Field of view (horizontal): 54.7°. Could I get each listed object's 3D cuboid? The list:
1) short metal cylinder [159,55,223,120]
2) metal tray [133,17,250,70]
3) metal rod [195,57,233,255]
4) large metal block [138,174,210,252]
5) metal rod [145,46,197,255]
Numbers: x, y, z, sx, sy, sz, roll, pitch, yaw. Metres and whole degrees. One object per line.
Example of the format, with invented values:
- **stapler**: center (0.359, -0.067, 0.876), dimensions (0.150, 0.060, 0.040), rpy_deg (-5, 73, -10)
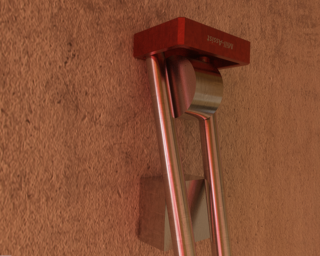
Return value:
- **short metal cylinder**: center (0.034, -0.050, 0.402), dimensions (0.050, 0.080, 0.079), rpy_deg (3, 89, -41)
- **metal tray**: center (0.043, -0.102, 0.401), dimensions (0.131, 0.090, 0.030), rpy_deg (3, 89, -40)
- **metal rod**: center (0.069, 0.046, 0.405), dimensions (0.025, 0.025, 0.299), rpy_deg (11, 68, -40)
- **large metal block**: center (0.020, 0.106, 0.407), dimensions (0.081, 0.050, 0.079), rpy_deg (2, 89, -40)
- **metal rod**: center (0.014, 0.043, 0.360), dimensions (0.025, 0.025, 0.299), rpy_deg (3, 73, -40)
